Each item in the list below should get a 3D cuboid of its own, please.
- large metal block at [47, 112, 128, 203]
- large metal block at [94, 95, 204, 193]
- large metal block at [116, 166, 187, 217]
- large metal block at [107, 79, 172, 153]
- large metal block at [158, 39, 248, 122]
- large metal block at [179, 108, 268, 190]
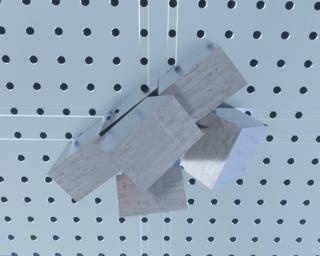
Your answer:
[{"bbox_3d":[-0.084,0.034,0.395,0.080,0.080,0.050,-36,106,12],"label":"large metal block"},{"bbox_3d":[-0.015,0.012,0.321,0.080,0.080,0.050,-43,106,-12],"label":"large metal block"},{"bbox_3d":[-0.007,0.087,0.408,0.080,0.080,0.050,-8,74,3],"label":"large metal block"},{"bbox_3d":[-0.009,-0.003,0.400,0.080,0.050,0.080,-37,106,12],"label":"large metal block"},{"bbox_3d":[0.045,-0.055,0.364,0.080,0.080,0.050,-37,106,12],"label":"large metal block"},{"bbox_3d":[0.080,0.022,0.385,0.050,0.081,0.080,34,113,32],"label":"large metal block"}]
